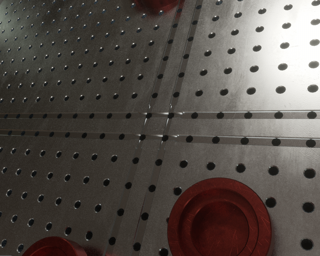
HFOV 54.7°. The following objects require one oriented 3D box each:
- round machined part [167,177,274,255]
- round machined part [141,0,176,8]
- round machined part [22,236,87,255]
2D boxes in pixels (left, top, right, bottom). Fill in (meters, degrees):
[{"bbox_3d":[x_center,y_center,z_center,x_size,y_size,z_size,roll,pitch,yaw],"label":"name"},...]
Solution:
[{"bbox_3d":[0.060,0.102,0.303,0.098,0.042,0.098,-13,56,20],"label":"round machined part"},{"bbox_3d":[0.001,-0.268,0.560,0.098,0.042,0.098,-13,56,20],"label":"round machined part"},{"bbox_3d":[-0.118,0.177,0.349,0.098,0.042,0.098,-13,56,20],"label":"round machined part"}]
